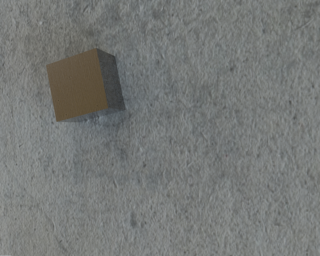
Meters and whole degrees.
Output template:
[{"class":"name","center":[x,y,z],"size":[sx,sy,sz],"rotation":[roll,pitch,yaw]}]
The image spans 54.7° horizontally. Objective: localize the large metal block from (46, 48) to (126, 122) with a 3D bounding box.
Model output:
[{"class":"large metal block","center":[-0.102,-0.056,0.430],"size":[0.080,0.050,0.080],"rotation":[-13,86,19]}]
